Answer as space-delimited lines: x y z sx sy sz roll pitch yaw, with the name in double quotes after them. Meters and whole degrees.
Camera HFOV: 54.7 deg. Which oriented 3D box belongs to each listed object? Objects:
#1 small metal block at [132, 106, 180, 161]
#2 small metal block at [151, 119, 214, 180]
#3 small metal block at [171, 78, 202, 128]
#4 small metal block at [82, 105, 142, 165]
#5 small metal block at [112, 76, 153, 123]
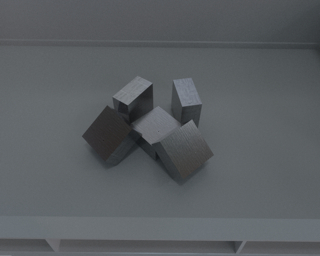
-0.004 0.006 0.397 0.050 0.025 0.050 -35 58 -26 "small metal block"
0.027 0.026 0.365 0.050 0.025 0.050 -34 95 -26 "small metal block"
0.034 -0.030 0.412 0.025 0.050 0.050 -8 50 -8 "small metal block"
-0.059 0.009 0.380 0.050 0.025 0.050 41 94 29 "small metal block"
-0.034 -0.033 0.413 0.025 0.050 0.050 29 56 22 "small metal block"
